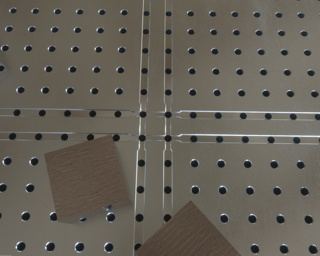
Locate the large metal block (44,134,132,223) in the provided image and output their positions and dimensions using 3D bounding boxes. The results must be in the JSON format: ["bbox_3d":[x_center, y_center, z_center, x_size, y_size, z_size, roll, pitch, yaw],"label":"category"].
[{"bbox_3d":[-0.084,0.063,0.375,0.081,0.050,0.080,-17,71,-6],"label":"large metal block"}]

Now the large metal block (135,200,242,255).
[{"bbox_3d":[0.031,0.141,0.347,0.080,0.050,0.080,-40,75,-13],"label":"large metal block"}]
